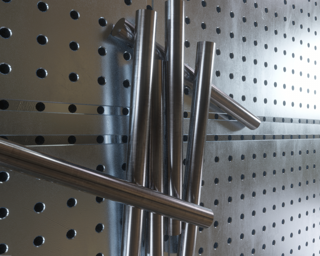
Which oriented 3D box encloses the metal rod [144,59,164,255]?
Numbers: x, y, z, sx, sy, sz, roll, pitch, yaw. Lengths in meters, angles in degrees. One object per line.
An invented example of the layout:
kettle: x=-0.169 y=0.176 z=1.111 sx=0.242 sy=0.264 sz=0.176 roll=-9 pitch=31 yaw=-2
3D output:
metal rod: x=-0.008 y=0.066 z=0.393 sx=0.025 sy=0.025 sz=0.298 roll=-3 pitch=94 yaw=-40

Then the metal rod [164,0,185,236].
metal rod: x=0.018 y=-0.006 z=0.401 sx=0.025 sy=0.025 sz=0.298 roll=-7 pitch=101 yaw=-40

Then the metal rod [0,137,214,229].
metal rod: x=-0.062 y=0.059 z=0.324 sx=0.301 sy=0.025 sz=0.025 roll=25 pitch=74 yaw=-27

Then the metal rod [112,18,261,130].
metal rod: x=0.058 y=-0.064 z=0.456 sx=0.301 sy=0.025 sz=0.025 roll=27 pitch=73 yaw=-37

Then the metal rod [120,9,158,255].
metal rod: x=-0.026 y=0.015 z=0.368 sx=0.025 sy=0.025 sz=0.298 roll=1 pitch=95 yaw=-40

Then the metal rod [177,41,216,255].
metal rod: x=0.049 y=0.033 z=0.429 sx=0.025 sy=0.025 sz=0.298 roll=2 pitch=95 yaw=-40
